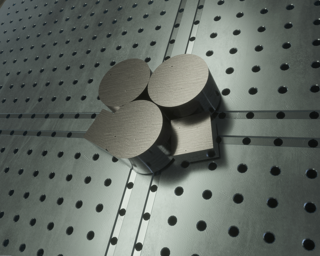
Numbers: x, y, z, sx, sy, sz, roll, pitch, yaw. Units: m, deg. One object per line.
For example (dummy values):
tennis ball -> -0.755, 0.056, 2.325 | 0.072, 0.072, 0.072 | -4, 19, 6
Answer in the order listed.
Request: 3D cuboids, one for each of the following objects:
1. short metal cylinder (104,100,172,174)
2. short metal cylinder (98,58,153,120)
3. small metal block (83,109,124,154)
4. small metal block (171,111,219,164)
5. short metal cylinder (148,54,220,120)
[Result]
short metal cylinder -> -0.023, 0.012, 0.393 | 0.080, 0.050, 0.080 | -13, 56, 21
short metal cylinder -> -0.039, -0.051, 0.439 | 0.080, 0.050, 0.080 | -13, 56, 21
small metal block -> -0.072, 0.006, 0.438 | 0.050, 0.025, 0.050 | 23, 74, 36
small metal block -> 0.042, 0.012, 0.375 | 0.050, 0.025, 0.050 | -13, 56, 21
short metal cylinder -> 0.031, -0.048, 0.401 | 0.080, 0.050, 0.080 | -13, 56, 21
